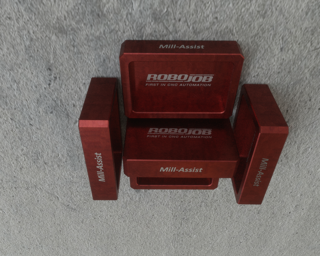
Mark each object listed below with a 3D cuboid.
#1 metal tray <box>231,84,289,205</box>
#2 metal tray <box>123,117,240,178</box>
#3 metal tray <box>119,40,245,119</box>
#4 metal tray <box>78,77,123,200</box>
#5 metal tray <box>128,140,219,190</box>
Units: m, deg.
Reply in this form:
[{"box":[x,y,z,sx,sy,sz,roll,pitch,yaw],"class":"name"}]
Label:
[{"box":[0.114,0.022,0.385,0.030,0.090,0.129,1,130,-1],"class":"metal tray"},{"box":[0.024,0.017,0.383,0.131,0.090,0.030,1,131,-1],"class":"metal tray"},{"box":[0.023,-0.054,0.360,0.131,0.030,0.089,0,133,-1],"class":"metal tray"},{"box":[-0.067,0.015,0.378,0.030,0.090,0.129,1,131,-1],"class":"metal tray"},{"box":[0.021,0.049,0.449,0.131,0.030,0.089,0,129,-1],"class":"metal tray"}]
